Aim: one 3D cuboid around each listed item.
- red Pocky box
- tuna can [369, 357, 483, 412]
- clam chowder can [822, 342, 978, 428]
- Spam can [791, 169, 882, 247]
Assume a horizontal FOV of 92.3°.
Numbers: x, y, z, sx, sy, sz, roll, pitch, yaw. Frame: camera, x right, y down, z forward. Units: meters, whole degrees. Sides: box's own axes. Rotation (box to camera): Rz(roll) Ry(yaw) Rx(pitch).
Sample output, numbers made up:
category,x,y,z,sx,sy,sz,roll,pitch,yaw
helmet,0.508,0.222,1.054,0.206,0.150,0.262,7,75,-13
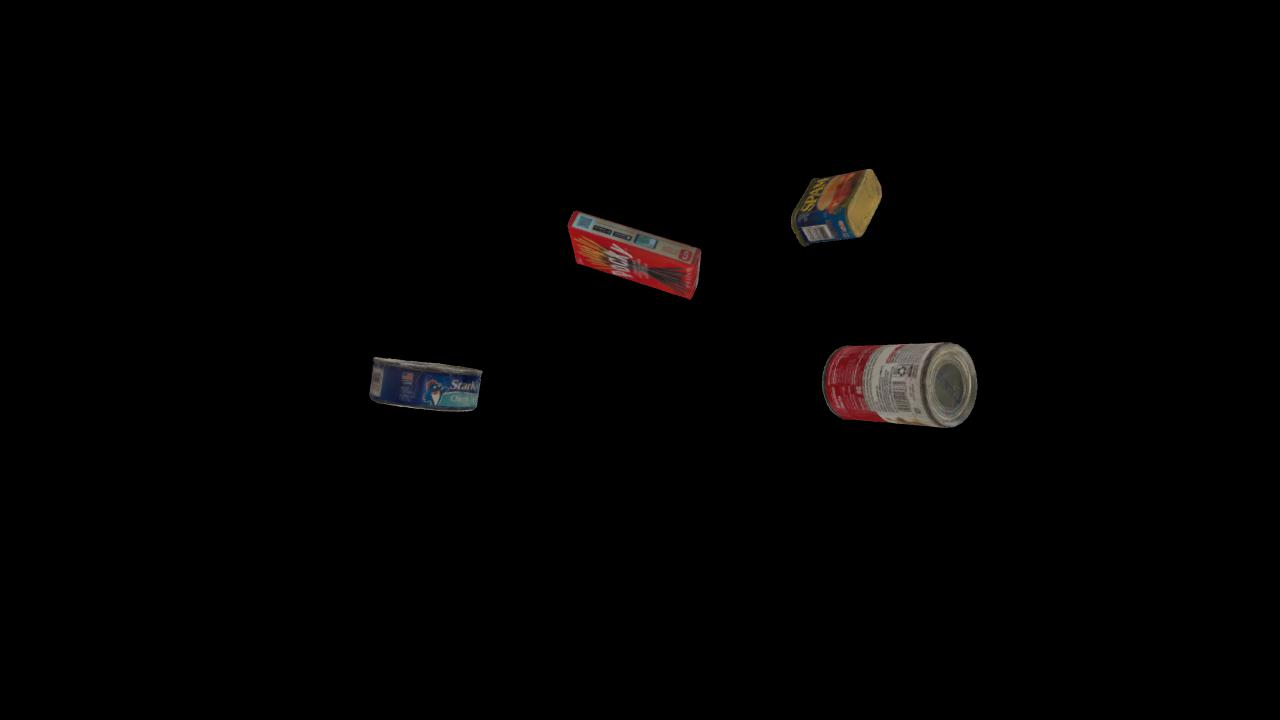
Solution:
category,x,y,z,sx,sy,sz,roll,pitch,yaw
red Pocky box,-0.006,-0.121,0.719,0.155,0.028,0.083,19,-19,10
tuna can,-0.171,0.020,0.494,0.084,0.034,0.084,8,-1,0
clam chowder can,0.213,0.020,0.512,0.068,0.068,0.102,0,-1,-29
Spam can,0.268,-0.207,0.835,0.085,0.101,0.058,4,-35,48
